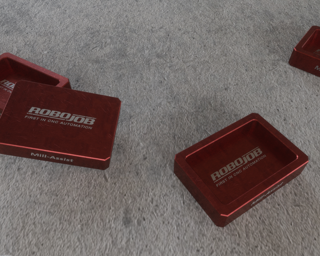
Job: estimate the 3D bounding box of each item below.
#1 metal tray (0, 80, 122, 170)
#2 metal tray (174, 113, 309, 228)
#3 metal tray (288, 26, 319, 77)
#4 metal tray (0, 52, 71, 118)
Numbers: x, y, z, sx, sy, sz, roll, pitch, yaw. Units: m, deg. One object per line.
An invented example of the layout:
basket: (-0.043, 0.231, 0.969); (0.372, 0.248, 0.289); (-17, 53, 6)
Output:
metal tray: (-0.120, -0.004, 0.378); (0.131, 0.030, 0.090); (10, 58, -6)
metal tray: (0.093, 0.043, 0.363); (0.131, 0.030, 0.090); (-26, 55, -21)
metal tray: (0.287, -0.111, 0.494); (0.130, 0.030, 0.090); (30, 56, 23)
metal tray: (-0.204, -0.055, 0.444); (0.130, 0.030, 0.090); (24, 54, 19)
